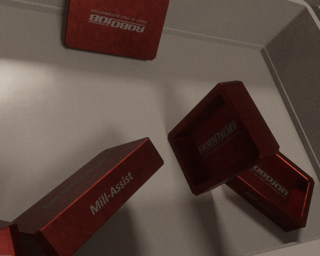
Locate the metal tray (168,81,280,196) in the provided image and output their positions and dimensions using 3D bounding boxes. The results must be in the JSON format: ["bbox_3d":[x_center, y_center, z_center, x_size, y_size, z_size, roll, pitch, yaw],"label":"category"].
[{"bbox_3d":[0.065,0.016,0.365,0.030,0.129,0.090,-12,68,-33],"label":"metal tray"}]

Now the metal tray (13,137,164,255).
[{"bbox_3d":[-0.067,0.061,0.287,0.131,0.090,0.030,-41,105,-39],"label":"metal tray"}]

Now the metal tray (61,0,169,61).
[{"bbox_3d":[-0.060,-0.148,0.422,0.131,0.089,0.030,3,25,-27],"label":"metal tray"}]

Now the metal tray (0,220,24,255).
[{"bbox_3d":[-0.148,0.089,0.200,0.091,0.130,0.030,-11,84,-36],"label":"metal tray"}]

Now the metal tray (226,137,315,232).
[{"bbox_3d":[0.155,0.073,0.443,0.130,0.030,0.090,39,51,-3],"label":"metal tray"}]
